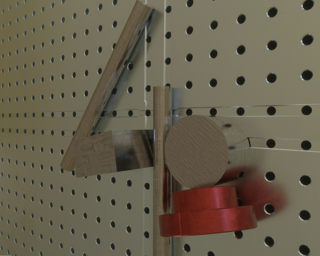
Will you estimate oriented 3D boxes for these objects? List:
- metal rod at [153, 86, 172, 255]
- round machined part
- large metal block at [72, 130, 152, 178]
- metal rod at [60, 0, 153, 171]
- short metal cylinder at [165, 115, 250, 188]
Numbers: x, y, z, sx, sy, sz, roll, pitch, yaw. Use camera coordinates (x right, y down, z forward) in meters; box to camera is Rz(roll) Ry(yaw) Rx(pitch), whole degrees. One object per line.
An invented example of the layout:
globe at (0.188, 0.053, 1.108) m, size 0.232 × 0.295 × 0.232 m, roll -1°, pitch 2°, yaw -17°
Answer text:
metal rod at (0.003, 0.096, 0.404) m, size 0.025 × 0.025 × 0.298 m, roll 0°, pitch 90°, yaw 39°
round machined part at (0.047, 0.086, 0.323) m, size 0.098 × 0.099 × 0.042 m, roll -19°, pitch 69°, yaw 38°
large metal block at (-0.058, 0.034, 0.419) m, size 0.080 × 0.081 × 0.050 m, roll -14°, pitch 81°, yaw 39°
metal rod at (-0.091, -0.051, 0.481) m, size 0.025 × 0.025 × 0.298 m, roll 45°, pitch 116°, yaw 30°
short metal cylinder at (0.052, 0.026, 0.348) m, size 0.080 × 0.050 × 0.079 m, roll 0°, pitch 90°, yaw 39°
